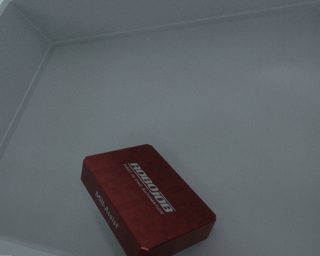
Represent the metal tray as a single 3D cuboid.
[{"bbox_3d":[-0.016,0.073,0.329,0.130,0.091,0.030,45,131,39],"label":"metal tray"}]
